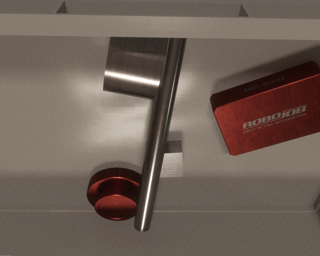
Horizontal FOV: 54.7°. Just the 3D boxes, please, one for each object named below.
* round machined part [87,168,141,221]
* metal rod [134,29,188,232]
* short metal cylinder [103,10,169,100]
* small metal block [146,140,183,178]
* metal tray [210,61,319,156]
[{"bbox_3d":[-0.067,0.111,0.491,0.099,0.042,0.097,-1,130,0],"label":"round machined part"},{"bbox_3d":[-0.005,0.025,0.402,0.025,0.025,0.298,6,121,-6],"label":"metal rod"},{"bbox_3d":[-0.025,-0.072,0.311,0.050,0.080,0.079,10,129,-9],"label":"short metal cylinder"},{"bbox_3d":[0.007,0.046,0.448,0.050,0.025,0.050,-3,130,2],"label":"small metal block"},{"bbox_3d":[0.140,-0.020,0.391,0.130,0.030,0.090,-18,128,14],"label":"metal tray"}]
